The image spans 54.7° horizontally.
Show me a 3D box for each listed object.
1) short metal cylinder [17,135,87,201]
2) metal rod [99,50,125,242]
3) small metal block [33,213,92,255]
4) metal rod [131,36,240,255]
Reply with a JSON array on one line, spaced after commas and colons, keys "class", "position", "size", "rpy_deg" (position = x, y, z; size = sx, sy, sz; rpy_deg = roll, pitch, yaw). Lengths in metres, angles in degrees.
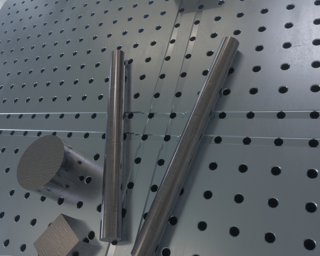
[{"class": "short metal cylinder", "position": [-0.151, 0.057, 0.437], "size": [0.080, 0.050, 0.080], "rpy_deg": [-13, 56, 21]}, {"class": "metal rod", "position": [-0.064, 0.003, 0.439], "size": [0.025, 0.025, 0.299], "rpy_deg": [-16, 55, 19]}, {"class": "small metal block", "position": [-0.121, 0.144, 0.384], "size": [0.050, 0.025, 0.050], "rpy_deg": [-48, 51, -6]}, {"class": "metal rod", "position": [0.039, 0.011, 0.381], "size": [0.025, 0.025, 0.300], "rpy_deg": [12, 67, 33]}]
